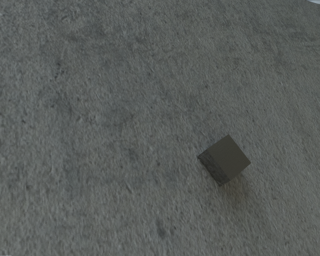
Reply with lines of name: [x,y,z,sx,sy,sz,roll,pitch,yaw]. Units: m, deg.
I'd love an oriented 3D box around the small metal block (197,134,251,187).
small metal block: [0.088,0.044,0.424,0.050,0.025,0.050,-29,78,-37]
